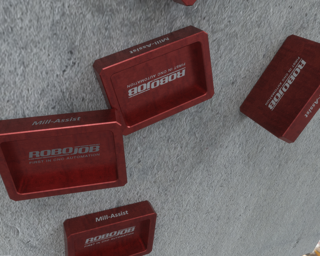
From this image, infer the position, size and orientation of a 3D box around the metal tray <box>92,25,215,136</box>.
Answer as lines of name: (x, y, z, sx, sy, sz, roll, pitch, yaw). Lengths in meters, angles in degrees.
metal tray: (-0.002, -0.056, 0.367, 0.131, 0.030, 0.090, -24, 127, -14)

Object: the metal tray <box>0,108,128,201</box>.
metal tray: (-0.106, 0.030, 0.343, 0.131, 0.030, 0.089, -7, 123, -8)

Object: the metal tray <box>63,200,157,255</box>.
metal tray: (-0.073, 0.165, 0.465, 0.131, 0.030, 0.089, -8, 122, -25)

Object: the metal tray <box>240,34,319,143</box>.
metal tray: (0.181, -0.056, 0.429, 0.030, 0.090, 0.129, 22, 107, -36)

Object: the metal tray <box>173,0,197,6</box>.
metal tray: (0.037, -0.200, 0.300, 0.090, 0.030, 0.130, 34, 99, -39)
